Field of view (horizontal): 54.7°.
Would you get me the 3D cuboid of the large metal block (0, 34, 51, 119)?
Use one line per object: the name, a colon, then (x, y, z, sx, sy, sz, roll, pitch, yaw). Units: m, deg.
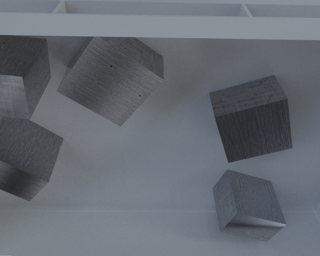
large metal block: (-0.168, -0.057, 0.322, 0.081, 0.080, 0.050, 5, 130, -5)

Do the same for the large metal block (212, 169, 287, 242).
large metal block: (0.134, 0.119, 0.476, 0.081, 0.080, 0.050, 16, 128, -14)

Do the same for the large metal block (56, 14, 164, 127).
large metal block: (-0.052, -0.060, 0.341, 0.080, 0.050, 0.080, 31, 124, -24)

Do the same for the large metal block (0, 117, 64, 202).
large metal block: (-0.182, 0.035, 0.400, 0.080, 0.080, 0.050, 34, 122, -26)

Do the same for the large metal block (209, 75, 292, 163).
large metal block: (0.113, -0.010, 0.386, 0.080, 0.050, 0.080, -15, 129, 12)
